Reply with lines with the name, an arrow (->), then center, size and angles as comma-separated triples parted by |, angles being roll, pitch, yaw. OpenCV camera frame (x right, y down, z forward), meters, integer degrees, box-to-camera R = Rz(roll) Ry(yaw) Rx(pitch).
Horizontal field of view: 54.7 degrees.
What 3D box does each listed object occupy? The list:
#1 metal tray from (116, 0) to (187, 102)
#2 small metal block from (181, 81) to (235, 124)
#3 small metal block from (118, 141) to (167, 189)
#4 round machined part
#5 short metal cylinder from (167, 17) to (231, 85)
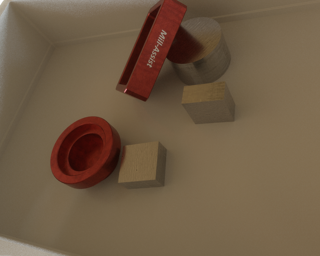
metal tray -> -0.016, -0.104, 0.420 | 0.129, 0.030, 0.090 | -66, 18, 2
small metal block -> 0.060, -0.029, 0.375 | 0.050, 0.050, 0.025 | -4, 60, 26
small metal block -> -0.021, 0.047, 0.387 | 0.050, 0.025, 0.050 | -9, 58, 23
round machined part -> -0.095, 0.036, 0.421 | 0.098, 0.042, 0.098 | -13, 56, 20
short metal cylinder -> 0.052, -0.104, 0.426 | 0.080, 0.050, 0.080 | -13, 56, 20
